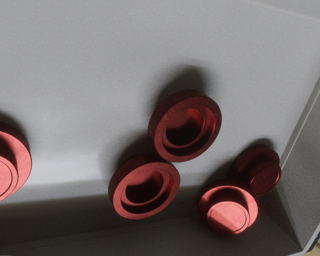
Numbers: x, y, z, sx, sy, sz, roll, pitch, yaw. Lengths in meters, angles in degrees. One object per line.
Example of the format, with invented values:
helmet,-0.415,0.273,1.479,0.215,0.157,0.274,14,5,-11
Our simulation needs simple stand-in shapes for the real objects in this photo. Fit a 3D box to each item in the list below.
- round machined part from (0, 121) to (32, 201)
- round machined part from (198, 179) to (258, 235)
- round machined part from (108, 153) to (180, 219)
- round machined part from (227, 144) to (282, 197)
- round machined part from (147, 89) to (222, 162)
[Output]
round machined part,-0.186,0.043,0.322,0.099,0.042,0.097,-14,124,-21
round machined part,0.112,0.136,0.512,0.098,0.042,0.097,3,113,8
round machined part,-0.025,0.075,0.431,0.099,0.042,0.097,-14,124,-21
round machined part,0.171,0.080,0.540,0.099,0.042,0.097,-14,124,-21
round machined part,0.029,-0.006,0.409,0.099,0.042,0.097,-14,124,-21
